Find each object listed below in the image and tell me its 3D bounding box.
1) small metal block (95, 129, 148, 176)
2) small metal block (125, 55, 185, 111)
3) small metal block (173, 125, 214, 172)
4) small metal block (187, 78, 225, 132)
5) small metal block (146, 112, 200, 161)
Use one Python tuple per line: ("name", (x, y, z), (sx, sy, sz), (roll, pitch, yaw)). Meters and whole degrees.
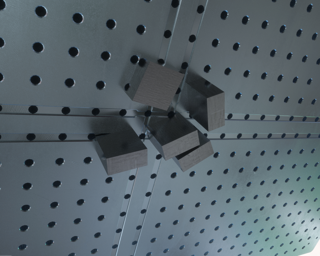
("small metal block", (-0.048, 0.028, 0.386), (0.050, 0.050, 0.025), (-12, 124, -22))
("small metal block", (-0.006, -0.054, 0.374), (0.050, 0.025, 0.050), (14, 111, -34))
("small metal block", (0.038, 0.026, 0.431), (0.050, 0.050, 0.025), (-30, 129, -9))
("small metal block", (0.060, -0.031, 0.408), (0.025, 0.050, 0.050), (-20, 126, -16))
("small metal block", (0.017, 0.010, 0.410), (0.050, 0.050, 0.025), (-24, 127, -14))
